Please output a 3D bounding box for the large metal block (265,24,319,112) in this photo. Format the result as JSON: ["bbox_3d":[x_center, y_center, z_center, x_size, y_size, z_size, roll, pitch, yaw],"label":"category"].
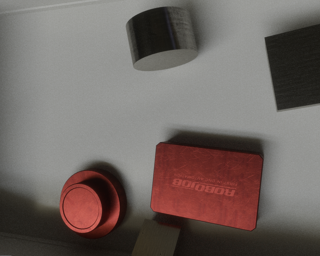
[{"bbox_3d":[0.164,-0.064,0.340,0.080,0.050,0.080,-10,87,19],"label":"large metal block"}]

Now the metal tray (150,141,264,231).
[{"bbox_3d":[0.057,0.068,0.387,0.130,0.030,0.089,6,92,19],"label":"metal tray"}]

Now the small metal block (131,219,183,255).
[{"bbox_3d":[-0.002,0.149,0.396,0.050,0.025,0.050,7,49,19],"label":"small metal block"}]

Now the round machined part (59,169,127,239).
[{"bbox_3d":[-0.100,0.108,0.435,0.098,0.042,0.097,0,90,19],"label":"round machined part"}]

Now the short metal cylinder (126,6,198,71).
[{"bbox_3d":[0.002,-0.106,0.380,0.080,0.080,0.050,-12,86,19],"label":"short metal cylinder"}]
